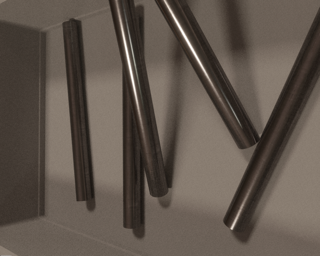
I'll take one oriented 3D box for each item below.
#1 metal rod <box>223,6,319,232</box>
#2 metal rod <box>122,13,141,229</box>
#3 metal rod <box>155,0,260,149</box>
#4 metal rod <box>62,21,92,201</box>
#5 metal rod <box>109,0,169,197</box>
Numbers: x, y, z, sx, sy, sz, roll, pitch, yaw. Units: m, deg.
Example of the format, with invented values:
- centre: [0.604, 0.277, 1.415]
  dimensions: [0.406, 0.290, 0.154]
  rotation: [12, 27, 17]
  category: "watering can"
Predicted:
- centre: [0.129, -0.030, 0.299]
  dimensions: [0.025, 0.025, 0.298]
  rotation: [31, 109, 35]
  category: "metal rod"
- centre: [-0.040, -0.011, 0.437]
  dimensions: [0.025, 0.025, 0.298]
  rotation: [-1, 90, 39]
  category: "metal rod"
- centre: [0.017, -0.107, 0.294]
  dimensions: [0.025, 0.025, 0.299]
  rotation: [-21, 108, 38]
  category: "metal rod"
- centre: [-0.139, -0.030, 0.518]
  dimensions: [0.025, 0.025, 0.298]
  rotation: [-10, 84, 39]
  category: "metal rod"
- centre: [-0.025, -0.050, 0.348]
  dimensions: [0.025, 0.025, 0.298]
  rotation: [11, 121, 39]
  category: "metal rod"
